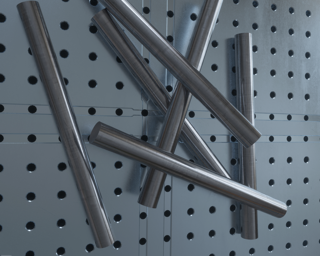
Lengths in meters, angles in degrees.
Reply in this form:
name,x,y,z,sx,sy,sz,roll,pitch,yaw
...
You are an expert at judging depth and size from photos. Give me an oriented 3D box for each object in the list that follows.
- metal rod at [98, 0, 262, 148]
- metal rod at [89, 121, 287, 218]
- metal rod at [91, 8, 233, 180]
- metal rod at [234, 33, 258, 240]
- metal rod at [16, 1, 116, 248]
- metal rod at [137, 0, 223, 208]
name,x,y,z,sx,sy,sz,roll,pitch,yaw
metal rod,0.005,-0.091,0.371,0.300,0.025,0.025,45,75,2
metal rod,0.054,0.062,0.387,0.301,0.025,0.025,25,82,-27
metal rod,0.013,-0.025,0.417,0.025,0.025,0.300,-41,103,-15
metal rod,0.128,0.012,0.459,0.025,0.025,0.298,-2,91,-20
metal rod,-0.109,0.001,0.372,0.025,0.025,0.299,-19,96,-19
metal rod,0.030,-0.047,0.395,0.025,0.025,0.299,20,85,-19
